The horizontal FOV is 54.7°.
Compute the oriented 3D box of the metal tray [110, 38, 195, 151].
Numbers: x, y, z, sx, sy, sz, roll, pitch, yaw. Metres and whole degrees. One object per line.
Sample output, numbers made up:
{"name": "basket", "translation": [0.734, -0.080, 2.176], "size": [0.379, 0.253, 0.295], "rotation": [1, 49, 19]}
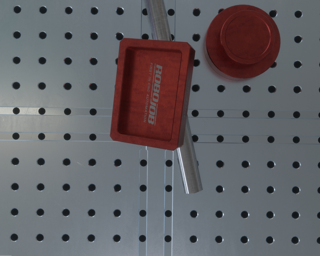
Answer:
{"name": "metal tray", "translation": [-0.010, -0.043, 0.391], "size": [0.090, 0.030, 0.129], "rotation": [9, 96, 16]}

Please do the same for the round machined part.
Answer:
{"name": "round machined part", "translation": [0.109, -0.113, 0.406], "size": [0.099, 0.042, 0.097], "rotation": [0, 90, 0]}

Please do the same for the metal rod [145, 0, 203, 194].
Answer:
{"name": "metal rod", "translation": [0.015, -0.062, 0.413], "size": [0.025, 0.025, 0.298], "rotation": [-12, 90, 0]}
